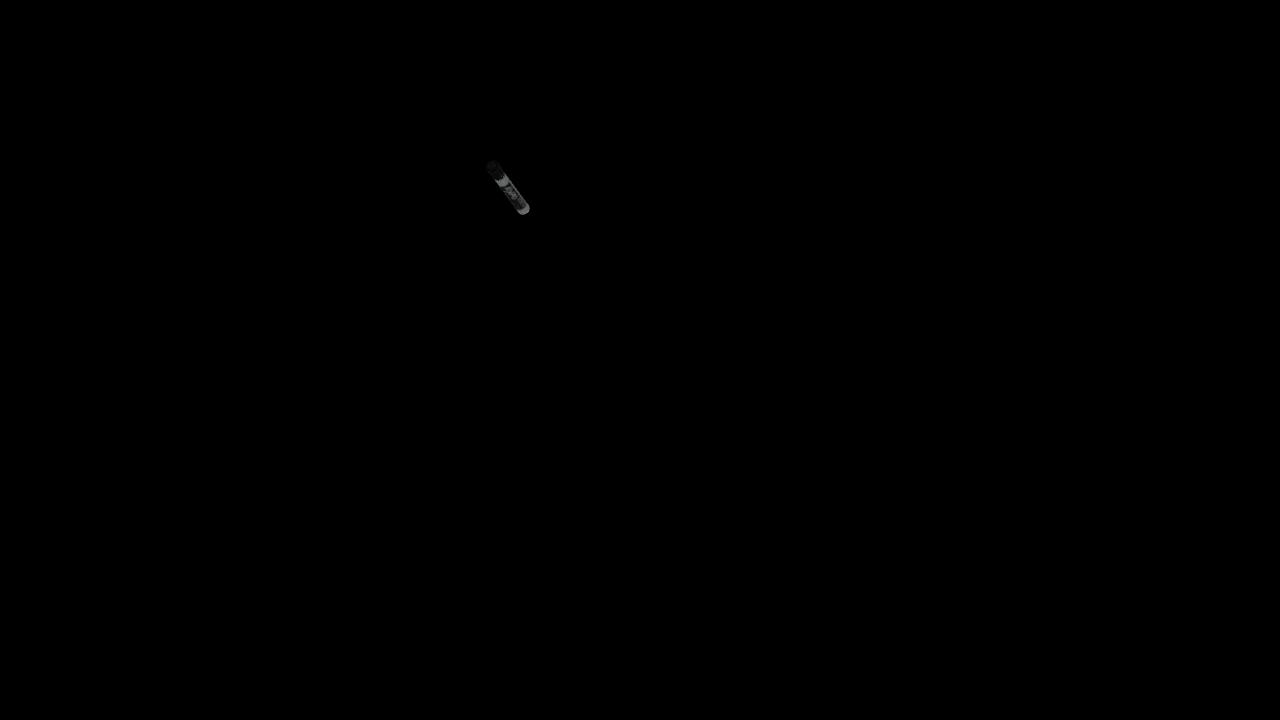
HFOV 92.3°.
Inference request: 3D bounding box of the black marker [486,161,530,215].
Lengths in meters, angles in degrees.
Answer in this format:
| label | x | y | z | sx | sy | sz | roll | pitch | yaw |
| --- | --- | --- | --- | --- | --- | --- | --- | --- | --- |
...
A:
| label | x | y | z | sx | sy | sz | roll | pitch | yaw |
| --- | --- | --- | --- | --- | --- | --- | --- | --- | --- |
| black marker | -0.183 | -0.239 | 0.856 | 0.020 | 0.020 | 0.121 | 0 | -15 | 11 |
